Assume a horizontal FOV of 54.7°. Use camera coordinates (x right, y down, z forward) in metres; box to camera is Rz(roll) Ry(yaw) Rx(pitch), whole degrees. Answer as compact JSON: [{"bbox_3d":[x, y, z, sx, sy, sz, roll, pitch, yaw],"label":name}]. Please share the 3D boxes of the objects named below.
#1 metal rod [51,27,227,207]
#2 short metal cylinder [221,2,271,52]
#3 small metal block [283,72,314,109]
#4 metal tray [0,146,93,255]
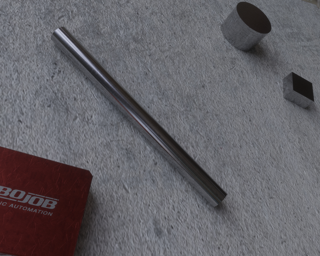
[{"bbox_3d":[-0.029,-0.017,0.399,0.300,0.025,0.025,46,51,3],"label":"metal rod"},{"bbox_3d":[0.166,-0.196,0.600,0.081,0.050,0.080,14,56,-21],"label":"short metal cylinder"},{"bbox_3d":[0.265,-0.073,0.594,0.050,0.025,0.050,25,53,-13],"label":"small metal block"},{"bbox_3d":[-0.138,0.069,0.285,0.131,0.030,0.090,19,54,-18],"label":"metal tray"}]
